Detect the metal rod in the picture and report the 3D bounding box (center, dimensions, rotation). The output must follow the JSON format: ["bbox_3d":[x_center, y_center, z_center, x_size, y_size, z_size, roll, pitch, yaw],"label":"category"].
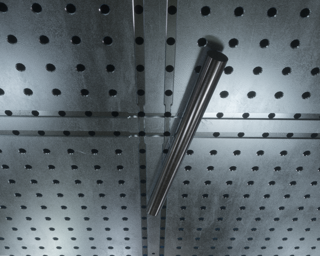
[{"bbox_3d":[0.026,0.030,0.437,0.025,0.025,0.298,11,129,-10],"label":"metal rod"}]
